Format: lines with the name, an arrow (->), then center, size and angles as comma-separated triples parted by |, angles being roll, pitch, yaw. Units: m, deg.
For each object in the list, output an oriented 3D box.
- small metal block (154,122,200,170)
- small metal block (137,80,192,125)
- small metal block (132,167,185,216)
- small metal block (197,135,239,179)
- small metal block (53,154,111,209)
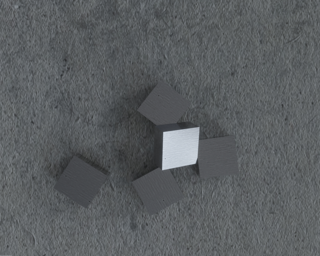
small metal block -> 0.021, 0.022, 0.392 | 0.050, 0.025, 0.050 | -8, 111, -25
small metal block -> 0.006, -0.027, 0.410 | 0.050, 0.025, 0.050 | 38, 90, 0
small metal block -> -0.002, 0.079, 0.410 | 0.050, 0.025, 0.050 | -29, 90, 0
small metal block -> 0.074, 0.037, 0.410 | 0.050, 0.025, 0.050 | -8, 90, 0
small metal block -> -0.102, 0.069, 0.409 | 0.050, 0.025, 0.050 | 33, 90, 0
